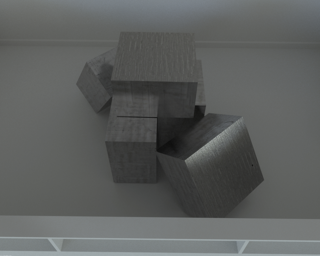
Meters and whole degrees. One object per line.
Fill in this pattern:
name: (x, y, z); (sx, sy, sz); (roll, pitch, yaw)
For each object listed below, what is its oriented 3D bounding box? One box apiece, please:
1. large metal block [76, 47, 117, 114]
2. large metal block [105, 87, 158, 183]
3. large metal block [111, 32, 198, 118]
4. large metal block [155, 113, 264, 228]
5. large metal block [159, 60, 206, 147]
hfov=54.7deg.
large metal block: (-0.058, -0.069, 0.415); (0.080, 0.080, 0.050); (-35, 94, -26)
large metal block: (-0.028, 0.009, 0.360); (0.050, 0.080, 0.080); (1, 50, 0)
large metal block: (-0.004, -0.058, 0.331); (0.080, 0.050, 0.080); (1, 50, 1)
large metal block: (0.054, 0.040, 0.324); (0.080, 0.080, 0.050); (-34, 23, -25)
large metal block: (0.025, -0.030, 0.391); (0.050, 0.080, 0.080); (1, 50, 0)
